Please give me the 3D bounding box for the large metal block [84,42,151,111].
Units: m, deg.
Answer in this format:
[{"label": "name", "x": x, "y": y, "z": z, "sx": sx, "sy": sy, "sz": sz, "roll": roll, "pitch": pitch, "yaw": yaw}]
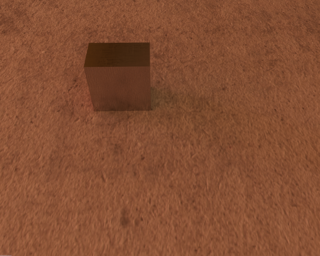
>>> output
[{"label": "large metal block", "x": -0.053, "y": -0.069, "z": 0.424, "sx": 0.081, "sy": 0.080, "sz": 0.050, "roll": -1, "pitch": 50, "yaw": -1}]
